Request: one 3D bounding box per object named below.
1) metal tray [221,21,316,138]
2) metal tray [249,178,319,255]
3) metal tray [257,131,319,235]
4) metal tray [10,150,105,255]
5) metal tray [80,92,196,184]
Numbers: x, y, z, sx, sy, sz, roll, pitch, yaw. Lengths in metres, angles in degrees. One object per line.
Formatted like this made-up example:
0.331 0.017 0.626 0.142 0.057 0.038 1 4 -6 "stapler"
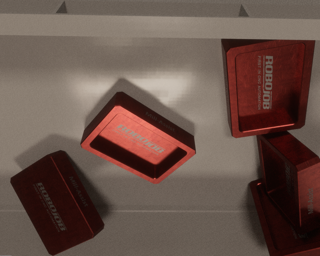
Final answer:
0.124 -0.050 0.364 0.090 0.030 0.129 -9 130 7 "metal tray"
0.191 0.124 0.449 0.090 0.130 0.030 -21 127 17 "metal tray"
0.172 0.068 0.416 0.030 0.090 0.129 -23 124 -4 "metal tray"
-0.150 0.109 0.450 0.090 0.030 0.130 -30 88 22 "metal tray"
-0.028 0.019 0.421 0.131 0.030 0.090 31 123 -24 "metal tray"
